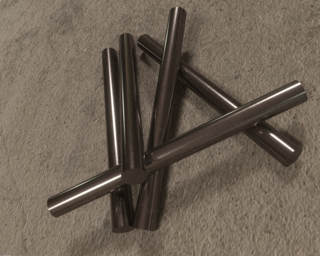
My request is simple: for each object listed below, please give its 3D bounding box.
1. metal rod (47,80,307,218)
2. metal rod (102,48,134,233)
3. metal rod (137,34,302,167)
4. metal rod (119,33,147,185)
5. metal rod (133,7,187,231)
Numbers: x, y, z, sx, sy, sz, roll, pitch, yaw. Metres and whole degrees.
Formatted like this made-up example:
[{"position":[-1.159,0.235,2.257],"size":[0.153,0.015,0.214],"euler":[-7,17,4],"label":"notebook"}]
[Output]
[{"position":[0.012,0.027,0.340],"size":[0.301,0.025,0.025],"euler":[-26,53,7],"label":"metal rod"},{"position":[-0.064,-0.005,0.438],"size":[0.025,0.025,0.299],"euler":[-21,54,15],"label":"metal rod"},{"position":[0.055,-0.055,0.407],"size":[0.025,0.025,0.300],"euler":[-43,51,-1],"label":"metal rod"},{"position":[-0.041,-0.051,0.413],"size":[0.025,0.025,0.300],"euler":[-24,40,13],"label":"metal rod"},{"position":[0.004,-0.026,0.394],"size":[0.025,0.025,0.299],"euler":[-2,68,27],"label":"metal rod"}]
